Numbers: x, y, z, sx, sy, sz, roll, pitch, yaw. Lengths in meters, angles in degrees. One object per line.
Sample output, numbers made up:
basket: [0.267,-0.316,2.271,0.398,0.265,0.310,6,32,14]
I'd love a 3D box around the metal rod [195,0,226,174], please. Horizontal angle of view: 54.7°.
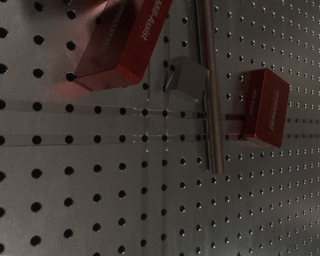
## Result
metal rod: [0.077,-0.079,0.475,0.025,0.025,0.298,-9,96,-40]

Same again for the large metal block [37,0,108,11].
large metal block: [-0.090,-0.173,0.318,0.081,0.050,0.080,-26,107,-37]

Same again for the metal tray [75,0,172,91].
metal tray: [-0.037,-0.107,0.336,0.030,0.090,0.130,31,71,-36]

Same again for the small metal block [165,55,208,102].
small metal block: [0.038,-0.069,0.443,0.050,0.025,0.050,20,77,-39]

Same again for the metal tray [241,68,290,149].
metal tray: [0.198,-0.035,0.575,0.091,0.030,0.129,21,77,-38]
